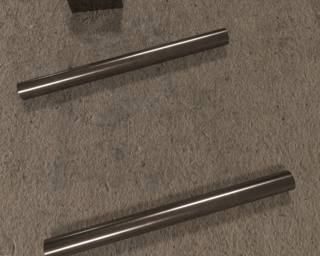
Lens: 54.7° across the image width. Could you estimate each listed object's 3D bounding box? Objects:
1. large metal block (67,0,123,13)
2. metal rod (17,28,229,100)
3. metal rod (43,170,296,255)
[{"bbox_3d":[-0.103,-0.231,0.478,0.081,0.050,0.080,-7,70,-3],"label":"large metal block"},{"bbox_3d":[-0.047,-0.093,0.441,0.302,0.025,0.025,-17,71,-7],"label":"metal rod"},{"bbox_3d":[0.016,0.102,0.370,0.302,0.025,0.025,-15,71,-6],"label":"metal rod"}]
